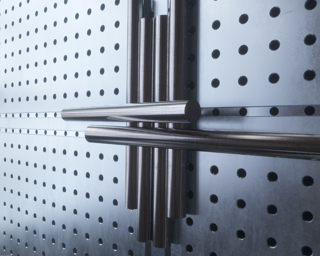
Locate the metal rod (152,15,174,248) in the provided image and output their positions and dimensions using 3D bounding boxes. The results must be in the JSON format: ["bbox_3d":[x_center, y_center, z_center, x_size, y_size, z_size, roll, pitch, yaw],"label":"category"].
[{"bbox_3d":[0.004,0.005,0.408,0.025,0.025,0.298,1,91,40],"label":"metal rod"}]

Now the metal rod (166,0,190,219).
[{"bbox_3d":[0.023,-0.038,0.390,0.025,0.025,0.298,1,91,40],"label":"metal rod"}]

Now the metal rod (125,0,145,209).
[{"bbox_3d":[-0.035,-0.037,0.439,0.025,0.025,0.298,1,91,40],"label":"metal rod"}]

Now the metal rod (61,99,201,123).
[{"bbox_3d":[-0.064,-0.021,0.433,0.299,0.025,0.025,2,91,49],"label":"metal rod"}]

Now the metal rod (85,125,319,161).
[{"bbox_3d":[0.032,0.013,0.357,0.300,0.025,0.025,2,92,31],"label":"metal rod"}]

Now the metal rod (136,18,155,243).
[{"bbox_3d":[-0.017,0.003,0.423,0.025,0.025,0.298,2,91,40],"label":"metal rod"}]
